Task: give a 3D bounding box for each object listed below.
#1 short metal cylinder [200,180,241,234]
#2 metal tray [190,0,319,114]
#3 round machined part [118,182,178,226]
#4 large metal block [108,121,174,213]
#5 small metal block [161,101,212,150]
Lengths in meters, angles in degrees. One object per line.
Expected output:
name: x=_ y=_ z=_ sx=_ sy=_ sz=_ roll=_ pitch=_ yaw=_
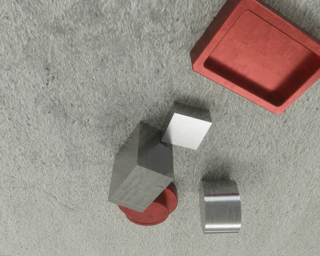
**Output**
short metal cylinder: x=0.090 y=0.120 z=0.475 sx=0.050 sy=0.080 sz=0.079 roll=-2 pitch=130 yaw=1
metal tray: x=0.110 y=-0.078 z=0.339 sx=0.131 sy=0.030 sz=0.089 roll=24 pitch=126 yaw=-20
round machined part: x=-0.020 y=0.121 z=0.499 sx=0.099 sy=0.042 sz=0.097 roll=-1 pitch=130 yaw=0
large metal block: x=-0.025 y=0.052 z=0.415 sx=0.050 sy=0.080 sz=0.080 roll=24 pitch=126 yaw=-20
small metal block: x=0.033 y=-0.002 z=0.406 sx=0.050 sy=0.025 sz=0.050 roll=14 pitch=129 yaw=-13
